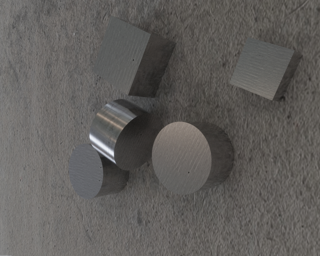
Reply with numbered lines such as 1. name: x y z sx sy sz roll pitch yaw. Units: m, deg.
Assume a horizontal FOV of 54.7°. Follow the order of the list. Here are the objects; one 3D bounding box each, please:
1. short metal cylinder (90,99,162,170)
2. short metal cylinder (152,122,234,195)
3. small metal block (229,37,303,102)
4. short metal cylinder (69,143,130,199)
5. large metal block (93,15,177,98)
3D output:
1. short metal cylinder: -0.043 0.008 0.405 0.050 0.081 0.079 30 109 36
2. short metal cylinder: 0.038 0.033 0.358 0.080 0.050 0.080 0 90 40
3. small metal block: 0.107 -0.060 0.317 0.050 0.025 0.050 31 109 35
4. short metal cylinder: -0.092 0.062 0.464 0.080 0.050 0.080 0 90 40
5. large metal block: -0.036 -0.095 0.419 0.080 0.050 0.079 36 112 34
